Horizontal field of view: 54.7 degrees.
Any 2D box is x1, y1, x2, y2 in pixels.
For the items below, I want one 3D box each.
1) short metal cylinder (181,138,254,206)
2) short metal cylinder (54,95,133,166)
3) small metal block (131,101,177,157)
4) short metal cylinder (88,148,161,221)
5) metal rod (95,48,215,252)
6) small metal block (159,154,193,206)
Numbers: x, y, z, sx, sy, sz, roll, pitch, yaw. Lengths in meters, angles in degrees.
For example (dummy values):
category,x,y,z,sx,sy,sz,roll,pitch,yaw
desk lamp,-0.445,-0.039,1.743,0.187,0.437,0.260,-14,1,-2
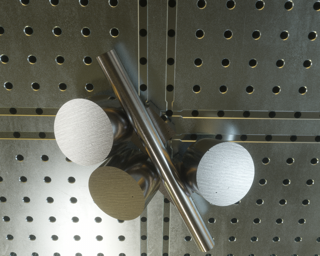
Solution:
category,x,y,z,sx,sy,sz,roll,pitch,yaw
short metal cylinder,0.074,0.055,0.403,0.081,0.050,0.079,-2,95,-18
short metal cylinder,-0.081,0.001,0.381,0.080,0.050,0.079,4,102,20
small metal block,-0.014,0.001,0.410,0.050,0.025,0.050,-41,105,13
short metal cylinder,-0.046,0.073,0.408,0.080,0.050,0.079,9,116,20
metal rod,0.002,0.041,0.397,0.025,0.025,0.299,-24,108,8
small metal block,0.023,0.073,0.437,0.050,0.025,0.050,-38,106,13
